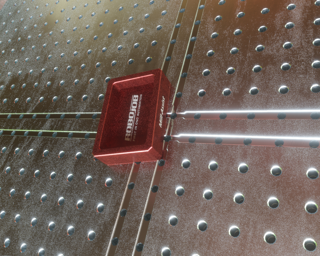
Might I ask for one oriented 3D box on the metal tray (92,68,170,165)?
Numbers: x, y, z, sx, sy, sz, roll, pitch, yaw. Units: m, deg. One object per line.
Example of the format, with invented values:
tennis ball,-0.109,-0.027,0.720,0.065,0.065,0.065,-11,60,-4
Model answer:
metal tray,-0.038,-0.017,0.436,0.090,0.030,0.130,-8,58,24
